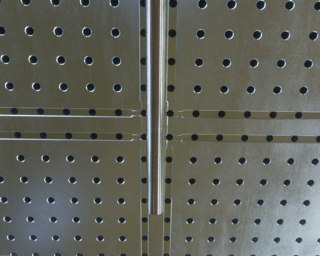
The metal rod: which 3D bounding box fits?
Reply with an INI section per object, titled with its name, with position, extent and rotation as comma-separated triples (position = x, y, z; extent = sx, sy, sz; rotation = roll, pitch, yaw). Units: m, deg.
[metal rod]
position = -0.006, -0.019, 0.407
extent = 0.025, 0.025, 0.298
rotation = 0, 110, 0
